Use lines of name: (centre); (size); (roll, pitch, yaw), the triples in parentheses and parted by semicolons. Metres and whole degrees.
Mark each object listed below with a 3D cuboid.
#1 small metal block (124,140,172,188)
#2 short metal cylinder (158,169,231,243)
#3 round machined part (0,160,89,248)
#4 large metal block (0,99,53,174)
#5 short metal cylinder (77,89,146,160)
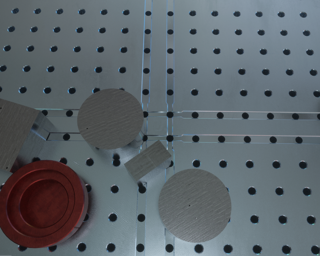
small metal block: (-0.014, 0.045, 0.382); (0.050, 0.050, 0.025); (-35, 74, -12)
short metal cylinder: (0.039, 0.092, 0.365); (0.081, 0.050, 0.080); (0, 70, 0)
round machined part: (-0.134, 0.090, 0.369); (0.099, 0.042, 0.098); (0, 70, 0)
large metal block: (-0.197, 0.011, 0.393); (0.080, 0.050, 0.080); (17, 71, 6)
short metal cylinder: (-0.060, -0.004, 0.399); (0.081, 0.050, 0.080); (0, 70, 0)
